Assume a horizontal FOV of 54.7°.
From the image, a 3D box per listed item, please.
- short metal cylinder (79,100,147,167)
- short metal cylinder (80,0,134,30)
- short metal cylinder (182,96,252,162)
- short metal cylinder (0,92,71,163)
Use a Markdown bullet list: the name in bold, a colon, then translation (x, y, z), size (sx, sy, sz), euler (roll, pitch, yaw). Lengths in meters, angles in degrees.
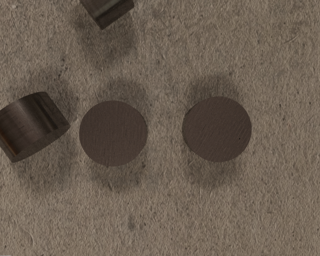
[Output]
- **short metal cylinder**: translation (-0.057, 0.006, 0.397), size (0.081, 0.050, 0.079), euler (0, 90, -1)
- **short metal cylinder**: translation (-0.076, -0.169, 0.381), size (0.050, 0.080, 0.080), euler (-36, 90, 0)
- **short metal cylinder**: translation (0.071, 0.001, 0.398), size (0.081, 0.050, 0.079), euler (0, 90, -1)
- **short metal cylinder**: translation (-0.159, -0.001, 0.380), size (0.080, 0.080, 0.050), euler (-35, 91, 0)
